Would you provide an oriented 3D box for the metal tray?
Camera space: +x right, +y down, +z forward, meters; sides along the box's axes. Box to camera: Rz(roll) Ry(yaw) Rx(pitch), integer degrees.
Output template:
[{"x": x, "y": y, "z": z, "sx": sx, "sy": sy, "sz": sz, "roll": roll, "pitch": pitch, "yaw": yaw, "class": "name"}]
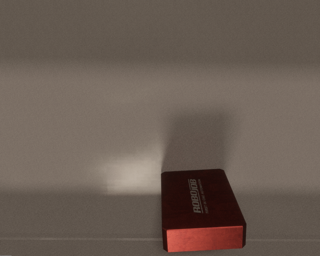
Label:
[{"x": 0.048, "y": 0.097, "z": 0.392, "sx": 0.091, "sy": 0.130, "sz": 0.030, "roll": -3, "pitch": 110, "yaw": 1, "class": "metal tray"}]
